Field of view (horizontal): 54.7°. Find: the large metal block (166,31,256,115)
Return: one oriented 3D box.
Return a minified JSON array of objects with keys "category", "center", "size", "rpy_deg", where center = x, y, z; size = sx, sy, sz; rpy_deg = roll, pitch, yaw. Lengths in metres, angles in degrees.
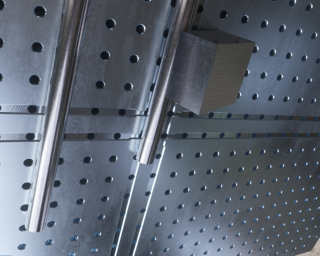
[{"category":"large metal block","center":[0.060,-0.069,0.368],"size":[0.081,0.050,0.079],"rpy_deg":[-18,130,-45]}]

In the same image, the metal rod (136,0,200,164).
[{"category":"metal rod","center":[0.016,-0.088,0.365],"size":[0.025,0.025,0.298],"rpy_deg":[1,118,-29]}]

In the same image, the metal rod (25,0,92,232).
[{"category":"metal rod","center":[-0.117,-0.005,0.344],"size":[0.025,0.025,0.298],"rpy_deg":[5,116,-31]}]
